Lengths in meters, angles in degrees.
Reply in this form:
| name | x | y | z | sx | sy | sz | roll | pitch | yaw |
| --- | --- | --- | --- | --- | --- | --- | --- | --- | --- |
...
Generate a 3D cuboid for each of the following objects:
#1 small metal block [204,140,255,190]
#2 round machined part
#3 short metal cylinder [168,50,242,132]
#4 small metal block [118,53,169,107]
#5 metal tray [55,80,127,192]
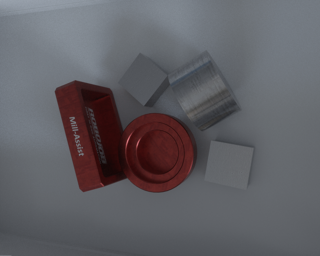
| name | x | y | z | sx | sy | sz | roll | pitch | yaw |
| --- | --- | --- | --- | --- | --- | --- | --- | --- | --- |
| small metal block | 0.085 | 0.044 | 0.378 | 0.050 | 0.025 | 0.050 | 10 | 93 | 20 |
| round machined part | 0.000 | 0.030 | 0.397 | 0.098 | 0.042 | 0.097 | 0 | 90 | 19 |
| short metal cylinder | 0.053 | -0.043 | 0.361 | 0.050 | 0.080 | 0.080 | -31 | 80 | 17 |
| small metal block | -0.019 | -0.063 | 0.414 | 0.050 | 0.025 | 0.050 | 42 | 104 | 16 |
| metal tray | -0.081 | 0.009 | 0.401 | 0.030 | 0.090 | 0.129 | -18 | 84 | 19 |
